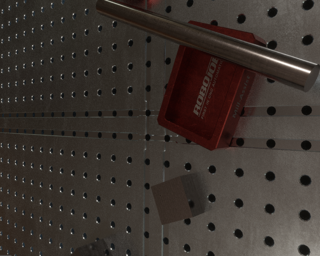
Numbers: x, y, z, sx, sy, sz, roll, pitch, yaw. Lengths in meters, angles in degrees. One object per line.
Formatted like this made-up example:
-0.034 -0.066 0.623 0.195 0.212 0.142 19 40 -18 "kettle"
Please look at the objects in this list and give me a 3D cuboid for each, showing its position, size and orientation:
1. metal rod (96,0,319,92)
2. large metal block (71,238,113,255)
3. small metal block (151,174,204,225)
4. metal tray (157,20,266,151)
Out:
0.024 -0.106 0.347 0.300 0.025 0.025 32 110 35 "metal rod"
-0.108 0.234 0.479 0.080 0.050 0.080 -51 60 27 "large metal block"
0.021 0.090 0.390 0.050 0.025 0.050 -27 73 36 "small metal block"
0.055 -0.050 0.359 0.090 0.030 0.129 27 107 36 "metal tray"
